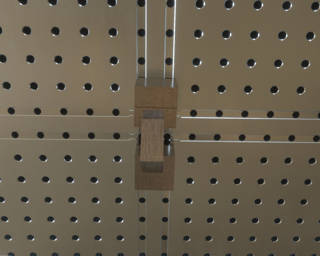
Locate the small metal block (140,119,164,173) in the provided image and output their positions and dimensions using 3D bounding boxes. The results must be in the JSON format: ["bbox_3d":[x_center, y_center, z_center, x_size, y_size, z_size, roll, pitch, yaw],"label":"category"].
[{"bbox_3d":[-0.008,0.022,0.364,0.025,0.050,0.050,1,68,0],"label":"small metal block"}]

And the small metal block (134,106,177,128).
[{"bbox_3d":[-0.006,-0.021,0.392,0.050,0.050,0.025,2,110,-1],"label":"small metal block"}]

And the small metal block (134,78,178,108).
[{"bbox_3d":[-0.005,-0.044,0.383,0.050,0.050,0.025,2,110,-1],"label":"small metal block"}]

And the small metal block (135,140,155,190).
[{"bbox_3d":[-0.020,0.049,0.418,0.025,0.050,0.050,1,110,-1],"label":"small metal block"}]

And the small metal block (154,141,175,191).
[{"bbox_3d":[0.006,0.049,0.417,0.025,0.050,0.050,1,110,-1],"label":"small metal block"}]
